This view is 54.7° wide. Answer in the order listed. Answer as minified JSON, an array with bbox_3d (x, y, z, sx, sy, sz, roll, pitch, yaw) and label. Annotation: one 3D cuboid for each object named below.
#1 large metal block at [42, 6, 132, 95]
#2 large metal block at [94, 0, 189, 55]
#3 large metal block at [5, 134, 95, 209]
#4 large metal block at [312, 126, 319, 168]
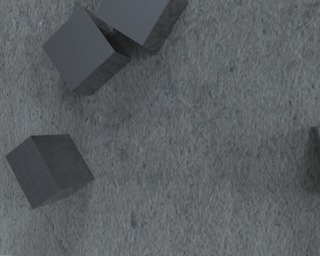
[{"bbox_3d":[-0.101,-0.104,0.430,0.080,0.050,0.080,-38,78,15],"label":"large metal block"},{"bbox_3d":[-0.023,-0.155,0.403,0.080,0.050,0.080,36,101,16],"label":"large metal block"},{"bbox_3d":[-0.149,0.056,0.431,0.050,0.080,0.080,-36,79,16],"label":"large metal block"},{"bbox_3d":[0.212,0.031,0.321,0.080,0.050,0.080,-11,87,19],"label":"large metal block"}]
